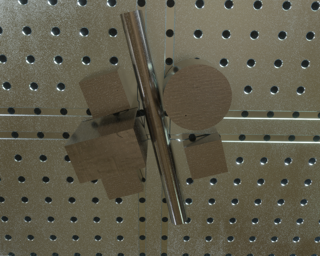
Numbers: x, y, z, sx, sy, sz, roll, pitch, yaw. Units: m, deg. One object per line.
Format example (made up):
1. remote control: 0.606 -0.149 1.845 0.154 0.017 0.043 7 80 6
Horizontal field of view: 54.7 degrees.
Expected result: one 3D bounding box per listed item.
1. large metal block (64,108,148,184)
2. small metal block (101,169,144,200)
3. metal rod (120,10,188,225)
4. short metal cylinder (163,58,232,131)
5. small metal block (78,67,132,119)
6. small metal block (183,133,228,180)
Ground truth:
1. large metal block: -0.062 0.019 0.389 0.080 0.080 0.050 -14 110 5
2. small metal block: -0.054 0.068 0.438 0.050 0.025 0.050 -15 110 5
3. metal rod: -0.003 0.001 0.413 0.025 0.025 0.298 -12 110 4
4. short metal cylinder: 0.044 -0.043 0.384 0.081 0.050 0.079 0 110 -1
5. small metal block: -0.068 -0.044 0.396 0.050 0.025 0.050 -16 110 5
6. small metal block: 0.063 0.039 0.428 0.050 0.025 0.050 -14 110 4
